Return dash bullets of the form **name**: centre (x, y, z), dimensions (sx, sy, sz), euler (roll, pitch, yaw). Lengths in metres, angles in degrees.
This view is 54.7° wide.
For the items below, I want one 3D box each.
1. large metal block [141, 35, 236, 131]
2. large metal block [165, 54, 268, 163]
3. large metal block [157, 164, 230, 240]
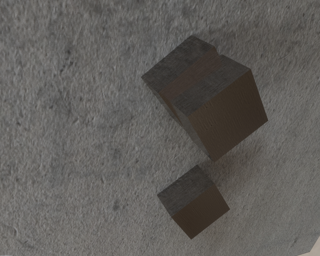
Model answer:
- **large metal block**: centre (0.038, -0.052, 0.381), dimensions (0.080, 0.050, 0.080), euler (-40, 130, -1)
- **large metal block**: centre (0.066, -0.022, 0.350), dimensions (0.080, 0.050, 0.080), euler (-37, 130, -4)
- **large metal block**: centre (0.055, 0.119, 0.497), dimensions (0.080, 0.050, 0.080), euler (-37, 130, -4)
